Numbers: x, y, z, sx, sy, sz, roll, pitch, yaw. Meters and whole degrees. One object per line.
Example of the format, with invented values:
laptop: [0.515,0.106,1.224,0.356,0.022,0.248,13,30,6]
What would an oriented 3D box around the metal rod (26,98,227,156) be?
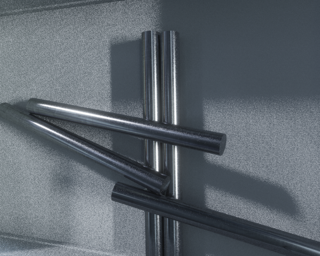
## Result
metal rod: [-0.063,-0.008,0.409,0.301,0.025,0.025,11,94,26]

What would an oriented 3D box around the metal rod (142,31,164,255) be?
metal rod: [-0.009,0.024,0.410,0.025,0.025,0.298,-1,90,19]

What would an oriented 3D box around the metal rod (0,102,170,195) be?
metal rod: [-0.122,0.021,0.437,0.301,0.025,0.025,21,97,23]

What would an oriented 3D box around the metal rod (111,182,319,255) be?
metal rod: [0.086,0.116,0.360,0.301,0.025,0.025,14,95,13]

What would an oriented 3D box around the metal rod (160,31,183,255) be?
metal rod: [0.015,0.027,0.401,0.025,0.025,0.298,-1,90,19]
